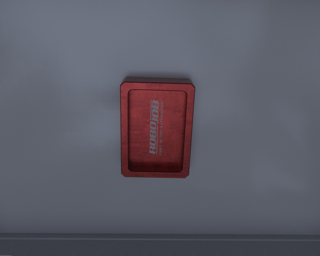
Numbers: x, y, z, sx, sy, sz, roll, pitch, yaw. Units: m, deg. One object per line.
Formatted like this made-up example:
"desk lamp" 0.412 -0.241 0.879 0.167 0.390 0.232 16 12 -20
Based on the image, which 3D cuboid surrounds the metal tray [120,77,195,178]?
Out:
"metal tray" -0.005 0.001 0.406 0.091 0.030 0.129 1 110 -2
